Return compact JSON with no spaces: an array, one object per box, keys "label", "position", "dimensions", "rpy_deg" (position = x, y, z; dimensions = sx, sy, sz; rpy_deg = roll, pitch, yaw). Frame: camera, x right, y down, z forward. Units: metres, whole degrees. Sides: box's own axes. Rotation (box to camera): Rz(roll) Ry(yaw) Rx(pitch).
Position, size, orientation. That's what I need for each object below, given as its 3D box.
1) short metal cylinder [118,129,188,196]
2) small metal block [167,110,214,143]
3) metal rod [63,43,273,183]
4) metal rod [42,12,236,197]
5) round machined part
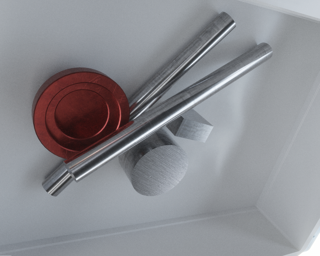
[{"label":"short metal cylinder","position":[-0.009,0.044,0.416],"dimensions":[0.081,0.050,0.079],"rpy_deg":[-14,125,-21]},{"label":"small metal block","position":[0.033,-0.008,0.407],"dimensions":[0.050,0.050,0.025],"rpy_deg":[13,112,-34]},{"label":"metal rod","position":[0.028,-0.031,0.365],"dimensions":[0.302,0.025,0.025],"rpy_deg":[-33,130,-24]},{"label":"metal rod","position":[-0.026,-0.028,0.378],"dimensions":[0.300,0.025,0.025],"rpy_deg":[-43,130,1]},{"label":"round machined part","position":[-0.086,-0.017,0.336],"dimensions":[0.099,0.042,0.097],"rpy_deg":[-11,116,-23]}]
